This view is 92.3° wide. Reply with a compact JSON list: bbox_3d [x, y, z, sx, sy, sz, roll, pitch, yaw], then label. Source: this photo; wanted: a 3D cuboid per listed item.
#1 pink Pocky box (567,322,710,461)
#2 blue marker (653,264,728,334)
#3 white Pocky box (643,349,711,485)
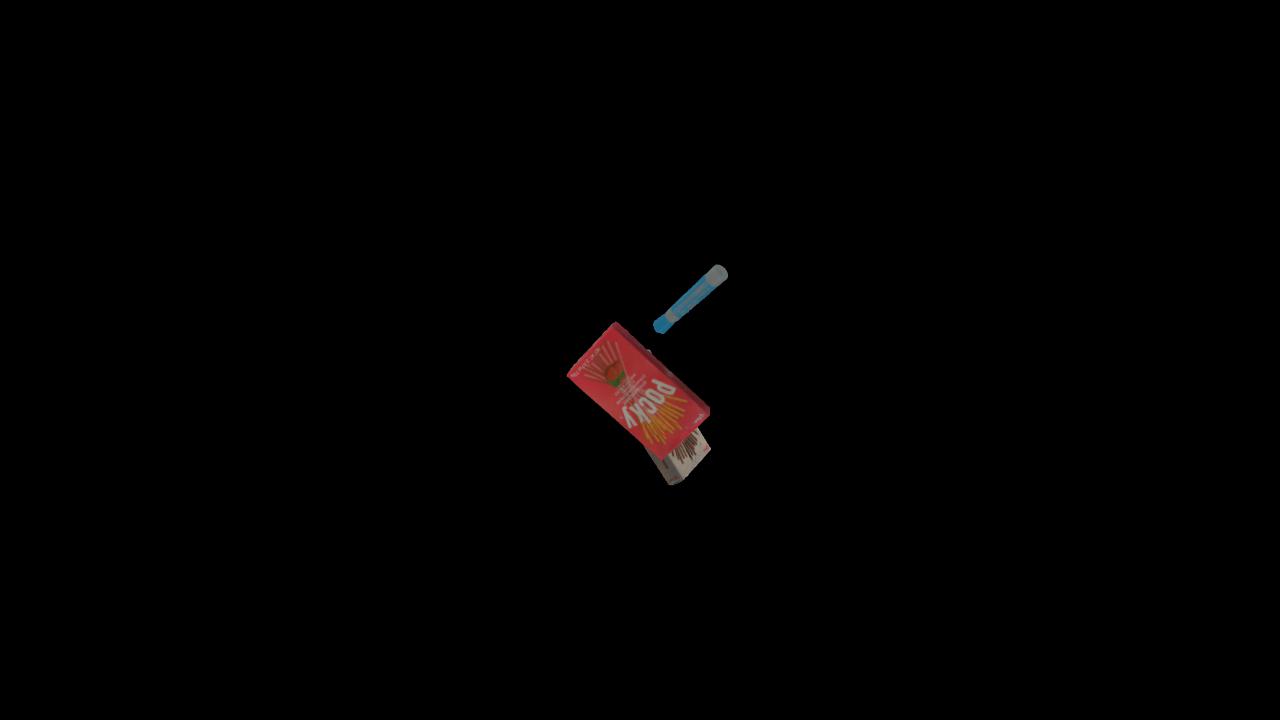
[{"bbox_3d":[-0.001,0.038,0.718,0.155,0.084,0.029,43,16,-5],"label":"pink Pocky box"},{"bbox_3d":[0.052,-0.063,0.671,0.020,0.020,0.121,0,-27,-36],"label":"blue marker"},{"bbox_3d":[0.023,0.068,0.758,0.028,0.154,0.084,-31,1,37],"label":"white Pocky box"}]
